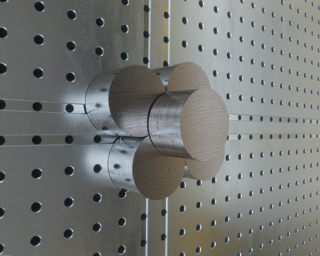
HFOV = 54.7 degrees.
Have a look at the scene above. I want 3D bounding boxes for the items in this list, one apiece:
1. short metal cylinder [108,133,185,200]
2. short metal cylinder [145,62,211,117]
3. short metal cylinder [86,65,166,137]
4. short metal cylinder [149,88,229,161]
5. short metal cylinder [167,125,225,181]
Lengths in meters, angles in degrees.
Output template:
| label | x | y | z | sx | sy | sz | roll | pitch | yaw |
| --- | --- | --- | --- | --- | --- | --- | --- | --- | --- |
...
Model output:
| label | x | y | z | sx | sy | sz | roll | pitch | yaw |
| --- | --- | --- | --- | --- | --- | --- | --- | --- | --- |
| short metal cylinder | -0.016 | 0.044 | 0.381 | 0.081 | 0.050 | 0.079 | 0 | 90 | -40 |
| short metal cylinder | 0.023 | -0.044 | 0.413 | 0.081 | 0.050 | 0.079 | 0 | 90 | -40 |
| short metal cylinder | -0.038 | -0.030 | 0.361 | 0.081 | 0.050 | 0.079 | 0 | 90 | -40 |
| short metal cylinder | 0.034 | -0.004 | 0.356 | 0.081 | 0.050 | 0.079 | -2 | 93 | -41 |
| short metal cylinder | 0.045 | 0.030 | 0.432 | 0.081 | 0.050 | 0.079 | 0 | 90 | -40 |
